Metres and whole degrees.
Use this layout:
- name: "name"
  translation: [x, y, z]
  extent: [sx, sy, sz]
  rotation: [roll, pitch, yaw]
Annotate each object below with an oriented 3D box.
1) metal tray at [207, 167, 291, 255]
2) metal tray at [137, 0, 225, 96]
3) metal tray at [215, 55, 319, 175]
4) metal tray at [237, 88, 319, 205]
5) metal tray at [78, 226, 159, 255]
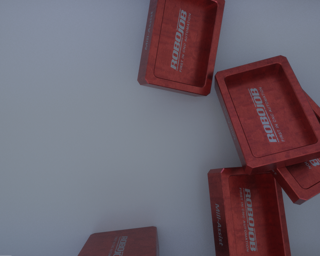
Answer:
- name: "metal tray"
  translation: [0.111, 0.113, 0.382]
  extent: [0.091, 0.030, 0.129]
  rotation: [0, 79, -25]
- name: "metal tray"
  translation: [0.028, -0.111, 0.392]
  extent: [0.091, 0.030, 0.129]
  rotation: [9, 90, -23]
- name: "metal tray"
  translation: [0.126, -0.018, 0.369]
  extent: [0.090, 0.030, 0.130]
  rotation: [-15, 64, 2]
- name: "metal tray"
  translation: [0.166, 0.015, 0.381]
  extent: [0.090, 0.030, 0.130]
  rotation: [-29, 64, -5]
- name: "metal tray"
  translation: [-0.047, 0.154, 0.358]
  extent: [0.091, 0.130, 0.030]
  rotation: [-7, 90, 0]
